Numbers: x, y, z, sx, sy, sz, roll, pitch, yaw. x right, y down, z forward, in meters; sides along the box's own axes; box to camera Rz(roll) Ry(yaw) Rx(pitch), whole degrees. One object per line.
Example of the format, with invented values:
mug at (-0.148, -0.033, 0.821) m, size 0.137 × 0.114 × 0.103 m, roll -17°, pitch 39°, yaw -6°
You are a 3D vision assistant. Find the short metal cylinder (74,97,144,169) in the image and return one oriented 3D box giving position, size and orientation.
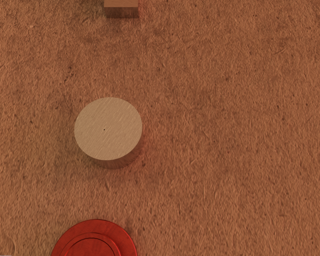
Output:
short metal cylinder at (-0.061, 0.008, 0.391) m, size 0.081 × 0.050 × 0.080 m, roll 0°, pitch 70°, yaw 0°

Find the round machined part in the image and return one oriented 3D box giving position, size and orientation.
round machined part at (-0.074, 0.152, 0.343) m, size 0.099 × 0.042 × 0.098 m, roll 0°, pitch 70°, yaw -1°

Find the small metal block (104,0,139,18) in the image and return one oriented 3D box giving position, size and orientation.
small metal block at (-0.058, -0.199, 0.480) m, size 0.050 × 0.025 × 0.050 m, roll 0°, pitch 70°, yaw -1°
